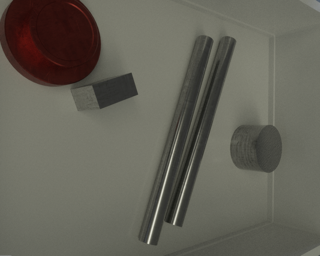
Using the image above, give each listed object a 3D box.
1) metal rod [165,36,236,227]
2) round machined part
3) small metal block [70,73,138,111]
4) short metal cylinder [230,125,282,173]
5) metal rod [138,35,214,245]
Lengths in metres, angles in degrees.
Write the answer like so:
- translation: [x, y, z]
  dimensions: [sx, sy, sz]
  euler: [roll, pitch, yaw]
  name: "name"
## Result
- translation: [0.065, -0.005, 0.463]
  dimensions: [0.025, 0.025, 0.299]
  euler: [30, 71, -36]
  name: "metal rod"
- translation: [-0.102, -0.092, 0.311]
  dimensions: [0.099, 0.042, 0.097]
  euler: [0, 90, -40]
  name: "round machined part"
- translation: [-0.061, -0.039, 0.340]
  dimensions: [0.050, 0.050, 0.025]
  euler: [-27, 107, -37]
  name: "small metal block"
- translation: [0.166, 0.034, 0.533]
  dimensions: [0.081, 0.050, 0.079]
  euler: [0, 90, -40]
  name: "short metal cylinder"
- translation: [0.026, 0.007, 0.430]
  dimensions: [0.025, 0.025, 0.299]
  euler: [27, 73, -37]
  name: "metal rod"
